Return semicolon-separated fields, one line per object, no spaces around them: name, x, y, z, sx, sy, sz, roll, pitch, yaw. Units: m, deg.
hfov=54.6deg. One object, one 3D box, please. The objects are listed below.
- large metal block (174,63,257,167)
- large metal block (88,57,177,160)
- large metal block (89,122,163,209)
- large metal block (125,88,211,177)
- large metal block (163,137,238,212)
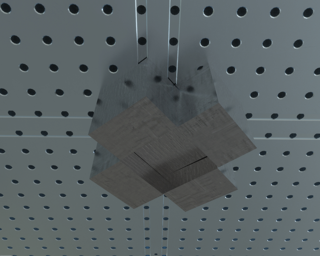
large metal block;0.063;-0.015;0.363;0.050;0.080;0.080;-32;124;23
large metal block;-0.029;-0.023;0.356;0.080;0.080;0.050;-31;124;24
large metal block;-0.041;0.047;0.415;0.050;0.080;0.080;-32;124;24
large metal block;0.012;0.007;0.400;0.080;0.050;0.080;-30;123;25
large metal block;0.051;0.055;0.424;0.080;0.080;0.050;-30;124;23
